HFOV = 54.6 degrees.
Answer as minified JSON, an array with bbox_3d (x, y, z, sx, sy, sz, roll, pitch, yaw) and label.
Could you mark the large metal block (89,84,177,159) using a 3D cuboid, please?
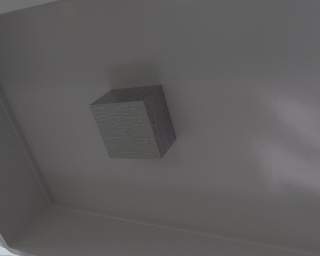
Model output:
[{"bbox_3d":[-0.033,-0.007,0.406,0.080,0.050,0.080,-2,118,29],"label":"large metal block"}]
